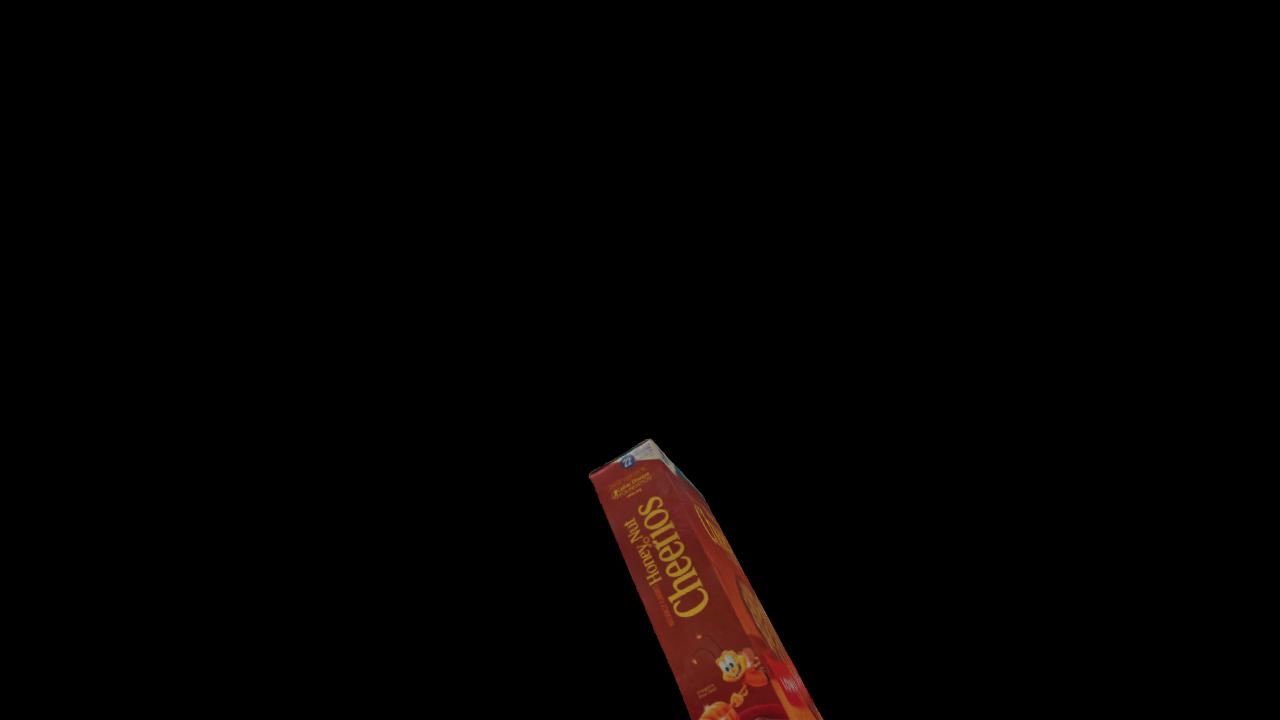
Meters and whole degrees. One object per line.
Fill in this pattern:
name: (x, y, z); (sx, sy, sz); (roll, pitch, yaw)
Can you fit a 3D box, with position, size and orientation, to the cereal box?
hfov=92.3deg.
cereal box: (0.072, 0.239, 0.561); (0.081, 0.306, 0.203); (-30, -34, 3)
